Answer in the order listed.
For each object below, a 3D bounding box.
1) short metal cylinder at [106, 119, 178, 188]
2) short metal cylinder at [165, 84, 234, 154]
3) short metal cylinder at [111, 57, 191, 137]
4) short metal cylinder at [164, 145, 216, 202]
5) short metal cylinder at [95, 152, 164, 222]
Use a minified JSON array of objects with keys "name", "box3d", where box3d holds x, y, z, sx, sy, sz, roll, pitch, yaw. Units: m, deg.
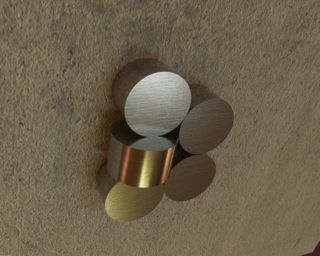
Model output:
[{"name":"short metal cylinder","box3d":[-0.022,0.027,0.377,0.081,0.080,0.050,-3,120,-27]},{"name":"short metal cylinder","box3d":[0.049,-0.012,0.411,0.081,0.050,0.079,-14,125,-21]},{"name":"short metal cylinder","box3d":[-0.011,-0.036,0.363,0.081,0.050,0.079,-13,124,-20]},{"name":"short metal cylinder","box3d":[0.032,0.058,0.445,0.081,0.050,0.079,-13,124,-20]},{"name":"short metal cylinder","box3d":[-0.041,0.078,0.418,0.081,0.050,0.079,-13,124,-20]}]
